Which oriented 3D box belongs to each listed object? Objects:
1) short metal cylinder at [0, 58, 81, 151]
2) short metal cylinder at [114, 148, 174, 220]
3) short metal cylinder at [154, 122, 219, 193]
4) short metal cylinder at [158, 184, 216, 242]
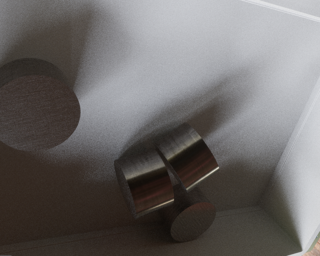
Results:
[{"bbox_3d":[-0.126,-0.024,0.309,0.081,0.050,0.079,-14,124,-21],"label":"short metal cylinder"},{"bbox_3d":[-0.022,0.072,0.405,0.050,0.080,0.079,-18,126,-18],"label":"short metal cylinder"},{"bbox_3d":[0.035,0.039,0.416,0.050,0.080,0.080,-34,129,-6],"label":"short metal cylinder"},{"bbox_3d":[0.042,0.134,0.498,0.081,0.050,0.079,-14,124,-21],"label":"short metal cylinder"}]
